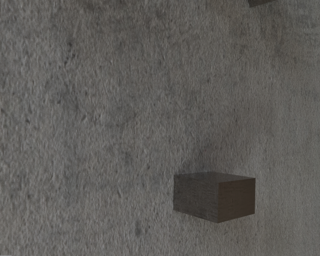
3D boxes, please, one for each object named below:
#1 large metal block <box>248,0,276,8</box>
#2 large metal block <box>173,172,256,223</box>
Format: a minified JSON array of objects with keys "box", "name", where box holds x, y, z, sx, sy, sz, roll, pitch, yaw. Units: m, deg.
[{"box":[0.195,-0.269,0.555,0.081,0.050,0.080,-29,108,-37],"name":"large metal block"},{"box":[0.076,0.093,0.435,0.081,0.080,0.050,2,89,-40],"name":"large metal block"}]
